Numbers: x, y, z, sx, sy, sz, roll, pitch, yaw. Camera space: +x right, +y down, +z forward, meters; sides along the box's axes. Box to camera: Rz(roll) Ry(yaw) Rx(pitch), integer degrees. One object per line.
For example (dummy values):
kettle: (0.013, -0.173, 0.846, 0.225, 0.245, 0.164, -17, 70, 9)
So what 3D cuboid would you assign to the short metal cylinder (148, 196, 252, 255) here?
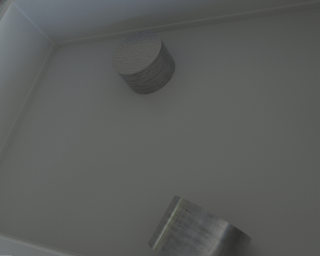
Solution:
short metal cylinder: (0.036, 0.105, 0.287, 0.080, 0.080, 0.050, 21, 73, 36)

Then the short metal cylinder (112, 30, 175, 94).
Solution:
short metal cylinder: (-0.024, -0.097, 0.462, 0.080, 0.050, 0.080, -13, 56, 21)
